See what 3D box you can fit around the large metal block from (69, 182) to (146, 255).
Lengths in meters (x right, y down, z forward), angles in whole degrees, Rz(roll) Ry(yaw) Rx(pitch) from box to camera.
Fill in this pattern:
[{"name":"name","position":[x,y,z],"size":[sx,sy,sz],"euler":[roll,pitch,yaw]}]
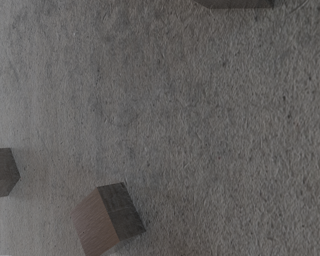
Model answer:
[{"name":"large metal block","position":[-0.078,0.137,0.454],"size":[0.080,0.050,0.080],"euler":[-43,64,31]}]

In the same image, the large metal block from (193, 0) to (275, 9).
[{"name":"large metal block","position":[0.067,-0.158,0.314],"size":[0.080,0.081,0.050],"euler":[17,101,39]}]

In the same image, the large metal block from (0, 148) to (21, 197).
[{"name":"large metal block","position":[-0.361,0.101,0.688],"size":[0.080,0.050,0.080],"euler":[-46,63,30]}]
